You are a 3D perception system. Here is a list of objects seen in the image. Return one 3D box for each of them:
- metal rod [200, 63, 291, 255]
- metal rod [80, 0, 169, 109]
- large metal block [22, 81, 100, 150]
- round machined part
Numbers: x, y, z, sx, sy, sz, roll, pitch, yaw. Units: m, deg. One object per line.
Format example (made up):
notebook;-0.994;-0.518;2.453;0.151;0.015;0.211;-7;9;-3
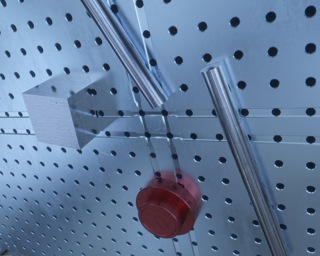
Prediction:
metal rod;0.115;0.062;0.388;0.025;0.025;0.299;-12;113;33
metal rod;-0.081;-0.152;0.357;0.025;0.025;0.299;-24;106;36
large metal block;-0.143;-0.021;0.455;0.080;0.050;0.079;8;122;23
round machined part;0.006;0.130;0.476;0.098;0.042;0.097;13;124;20
